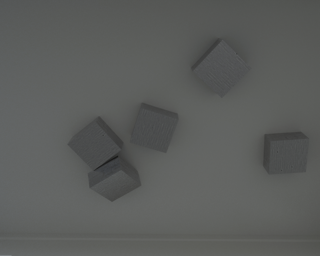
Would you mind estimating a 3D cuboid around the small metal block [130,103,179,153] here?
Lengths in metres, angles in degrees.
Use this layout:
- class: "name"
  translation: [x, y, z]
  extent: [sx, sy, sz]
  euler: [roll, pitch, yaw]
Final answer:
- class: "small metal block"
  translation: [-0.008, 0.000, 0.411]
  extent: [0.050, 0.025, 0.050]
  euler: [17, 109, -7]

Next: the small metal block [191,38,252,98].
- class: "small metal block"
  translation: [0.075, -0.074, 0.384]
  extent: [0.050, 0.025, 0.050]
  euler: [40, 105, -14]

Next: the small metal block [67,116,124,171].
- class: "small metal block"
  translation: [-0.086, 0.021, 0.418]
  extent: [0.050, 0.025, 0.050]
  euler: [-37, 106, 12]

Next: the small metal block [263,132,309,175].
- class: "small metal block"
  translation: [0.172, 0.034, 0.425]
  extent: [0.050, 0.025, 0.050]
  euler: [-4, 110, 1]

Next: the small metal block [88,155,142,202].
- class: "small metal block"
  translation: [-0.062, 0.071, 0.426]
  extent: [0.050, 0.025, 0.050]
  euler: [-31, 136, 11]
